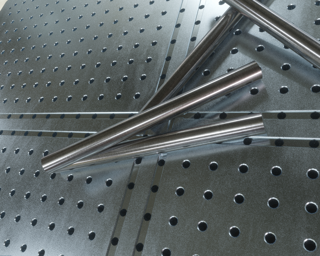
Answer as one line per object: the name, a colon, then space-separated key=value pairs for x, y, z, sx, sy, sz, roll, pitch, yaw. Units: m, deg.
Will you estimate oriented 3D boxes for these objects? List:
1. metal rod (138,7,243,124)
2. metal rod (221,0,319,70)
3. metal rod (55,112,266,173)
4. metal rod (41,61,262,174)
metal rod: x=0.072 y=-0.122 z=0.446 sx=0.025 sy=0.025 sz=0.300 roll=34 pitch=81 yaw=38
metal rod: x=0.135 y=-0.143 z=0.402 sx=0.025 sy=0.025 sz=0.300 roll=-39 pitch=58 yaw=2
metal rod: x=-0.020 y=0.024 z=0.404 sx=0.300 sy=0.025 sz=0.025 roll=-12 pitch=57 yaw=21
metal rod: x=-0.014 y=-0.012 z=0.401 sx=0.301 sy=0.025 sz=0.025 roll=-24 pitch=53 yaw=4
